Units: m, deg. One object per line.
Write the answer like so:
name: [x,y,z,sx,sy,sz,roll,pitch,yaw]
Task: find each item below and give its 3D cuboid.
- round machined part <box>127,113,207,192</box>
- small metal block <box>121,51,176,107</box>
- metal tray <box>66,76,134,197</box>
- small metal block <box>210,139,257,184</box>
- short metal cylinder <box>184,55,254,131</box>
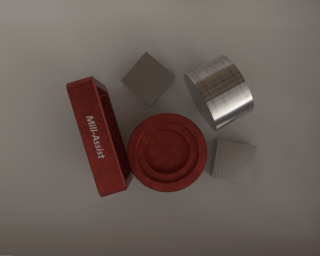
round machined part: [0.009,0.030,0.400,0.099,0.042,0.097,0,90,-1]
small metal block: [-0.015,-0.063,0.409,0.050,0.025,0.050,40,90,1]
metal tray: [-0.069,0.009,0.376,0.030,0.090,0.129,-17,90,0]
small metal block: [0.096,0.043,0.411,0.050,0.025,0.050,9,89,1]
short metal cylinder: [0.071,-0.043,0.383,0.050,0.080,0.080,-29,90,0]
